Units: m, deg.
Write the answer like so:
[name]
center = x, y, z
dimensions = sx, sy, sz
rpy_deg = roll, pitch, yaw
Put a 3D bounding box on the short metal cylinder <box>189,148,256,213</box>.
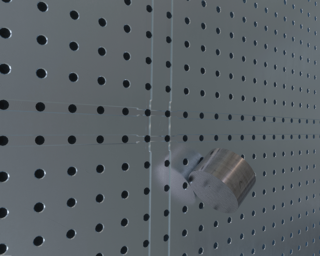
[short metal cylinder]
center = 0.089, 0.076, 0.447
dimensions = 0.050, 0.080, 0.080
rpy_deg = -43, 116, -31
